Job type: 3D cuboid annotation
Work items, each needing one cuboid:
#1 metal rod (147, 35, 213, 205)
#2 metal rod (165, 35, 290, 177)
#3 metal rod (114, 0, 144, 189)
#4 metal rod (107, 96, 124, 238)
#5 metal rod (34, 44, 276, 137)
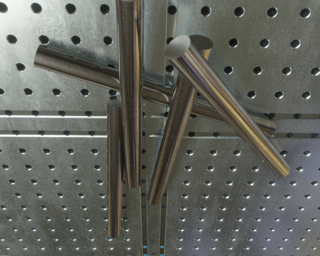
[{"bbox_3d":[0.014,0.017,0.401,0.025,0.025,0.298,7,138,-6],"label":"metal rod"},{"bbox_3d":[0.099,-0.002,0.364,0.025,0.025,0.301,-29,139,22],"label":"metal rod"},{"bbox_3d":[-0.033,-0.014,0.370,0.025,0.025,0.298,2,139,-2],"label":"metal rod"},{"bbox_3d":[-0.069,0.080,0.478,0.025,0.025,0.298,4,130,-4],"label":"metal rod"},{"bbox_3d":[0.006,-0.040,0.377,0.302,0.025,0.025,16,128,-14],"label":"metal rod"}]
